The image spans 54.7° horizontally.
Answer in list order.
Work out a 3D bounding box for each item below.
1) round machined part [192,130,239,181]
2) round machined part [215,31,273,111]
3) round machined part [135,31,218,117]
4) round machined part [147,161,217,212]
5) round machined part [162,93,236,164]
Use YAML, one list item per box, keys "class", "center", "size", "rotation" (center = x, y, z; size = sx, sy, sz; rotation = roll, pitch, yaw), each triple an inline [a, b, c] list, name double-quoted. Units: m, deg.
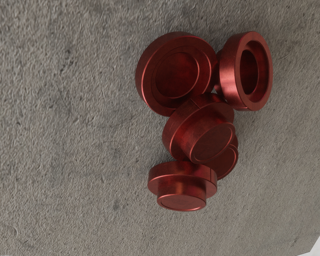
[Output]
- class: "round machined part"
  center: [0.079, 0.042, 0.468]
  size: [0.099, 0.042, 0.097]
  rotation: [-14, 125, -21]
- class: "round machined part"
  center: [0.102, -0.070, 0.394]
  size: [0.099, 0.042, 0.097]
  rotation: [-3, 94, -46]
- class: "round machined part"
  center: [0.016, -0.065, 0.367]
  size: [0.099, 0.042, 0.097]
  rotation: [-14, 125, -21]
- class: "round machined part"
  center: [0.031, 0.087, 0.437]
  size: [0.099, 0.042, 0.098]
  rotation: [4, 147, 3]
- class: "round machined part"
  center: [0.055, 0.007, 0.391]
  size: [0.099, 0.042, 0.097]
  rotation: [-22, 140, -20]
